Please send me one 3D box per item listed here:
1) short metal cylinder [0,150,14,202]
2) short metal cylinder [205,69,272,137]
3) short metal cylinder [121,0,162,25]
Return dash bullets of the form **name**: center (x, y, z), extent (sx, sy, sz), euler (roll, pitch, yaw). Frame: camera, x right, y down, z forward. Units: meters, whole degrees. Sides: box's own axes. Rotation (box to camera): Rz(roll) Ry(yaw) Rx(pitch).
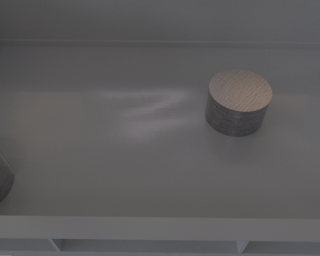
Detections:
- **short metal cylinder**: center (-0.213, 0.051, 0.345), extent (0.080, 0.050, 0.080), euler (0, 50, 0)
- **short metal cylinder**: center (0.104, -0.034, 0.418), extent (0.080, 0.050, 0.080), euler (0, 50, 0)
- **short metal cylinder**: center (-0.035, -0.242, 0.594), extent (0.080, 0.050, 0.080), euler (0, 50, 0)
